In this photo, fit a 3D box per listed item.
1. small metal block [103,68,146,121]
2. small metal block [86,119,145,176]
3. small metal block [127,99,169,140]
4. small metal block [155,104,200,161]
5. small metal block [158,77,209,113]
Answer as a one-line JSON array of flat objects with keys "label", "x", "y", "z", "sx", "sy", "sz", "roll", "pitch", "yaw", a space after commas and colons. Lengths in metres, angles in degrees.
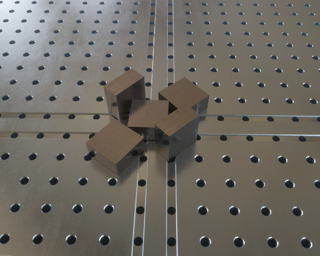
[{"label": "small metal block", "x": -0.047, "y": -0.046, "z": 0.430, "sx": 0.025, "sy": 0.050, "sz": 0.050, "roll": 37, "pitch": 60, "yaw": 26}, {"label": "small metal block", "x": -0.055, "y": 0.023, "z": 0.388, "sx": 0.050, "sy": 0.025, "sz": 0.050, "roll": 31, "pitch": 56, "yaw": 23}, {"label": "small metal block", "x": -0.014, "y": -0.011, "z": 0.417, "sx": 0.050, "sy": 0.025, "sz": 0.050, "roll": 2, "pitch": 49, "yaw": 3}, {"label": "small metal block", "x": 0.021, "y": 0.006, "z": 0.387, "sx": 0.050, "sy": 0.050, "sz": 0.025, "roll": -35, "pitch": 58, "yaw": -26}, {"label": "small metal block", "x": 0.033, "y": -0.040, "z": 0.441, "sx": 0.050, "sy": 0.025, "sz": 0.050, "roll": -33, "pitch": 57, "yaw": -24}]
